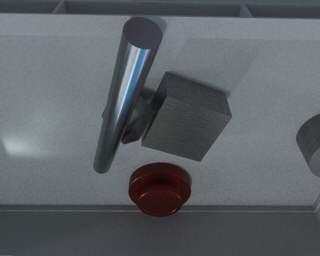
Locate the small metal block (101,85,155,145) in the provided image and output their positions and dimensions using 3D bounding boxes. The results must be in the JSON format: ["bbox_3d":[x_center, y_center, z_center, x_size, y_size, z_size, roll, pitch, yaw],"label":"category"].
[{"bbox_3d":[-0.040,-0.017,0.375,0.025,0.050,0.050,-16,147,-46],"label":"small metal block"}]

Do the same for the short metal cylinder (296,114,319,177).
[{"bbox_3d":[0.233,0.023,0.416,0.081,0.050,0.079,0,130,0],"label":"short metal cylinder"}]

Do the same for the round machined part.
[{"bbox_3d":[0.000,0.103,0.486,0.099,0.042,0.097,-1,130,0],"label":"round machined part"}]

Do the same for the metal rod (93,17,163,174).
[{"bbox_3d":[-0.048,-0.002,0.325,0.025,0.025,0.299,12,155,-11],"label":"metal rod"}]

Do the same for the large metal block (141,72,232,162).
[{"bbox_3d":[0.029,-0.011,0.383,0.081,0.050,0.079,17,128,-15],"label":"large metal block"}]
